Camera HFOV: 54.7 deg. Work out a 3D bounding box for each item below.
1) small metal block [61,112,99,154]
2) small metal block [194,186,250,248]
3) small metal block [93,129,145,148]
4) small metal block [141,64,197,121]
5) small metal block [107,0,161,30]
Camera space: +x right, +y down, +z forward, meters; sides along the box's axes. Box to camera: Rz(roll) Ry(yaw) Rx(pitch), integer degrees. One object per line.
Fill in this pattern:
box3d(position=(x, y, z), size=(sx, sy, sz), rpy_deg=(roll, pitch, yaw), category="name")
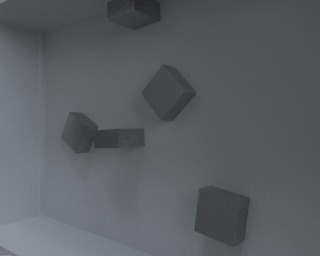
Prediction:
box3d(position=(-0.134, 0.007, 0.515), size=(0.050, 0.025, 0.050), rpy_deg=(36, 112, 34), category="small metal block")
box3d(position=(0.069, 0.097, 0.348), size=(0.050, 0.025, 0.050), rpy_deg=(11, 97, 39), category="small metal block")
box3d(position=(-0.057, 0.015, 0.436), size=(0.050, 0.050, 0.025), rpy_deg=(-4, 88, 39), category="small metal block")
box3d(position=(0.010, -0.044, 0.396), size=(0.050, 0.025, 0.050), rpy_deg=(-50, 61, 28), category="small metal block")
box3d(position=(-0.035, -0.157, 0.417), size=(0.050, 0.050, 0.025), rpy_deg=(-4, 88, 39), category="small metal block")
